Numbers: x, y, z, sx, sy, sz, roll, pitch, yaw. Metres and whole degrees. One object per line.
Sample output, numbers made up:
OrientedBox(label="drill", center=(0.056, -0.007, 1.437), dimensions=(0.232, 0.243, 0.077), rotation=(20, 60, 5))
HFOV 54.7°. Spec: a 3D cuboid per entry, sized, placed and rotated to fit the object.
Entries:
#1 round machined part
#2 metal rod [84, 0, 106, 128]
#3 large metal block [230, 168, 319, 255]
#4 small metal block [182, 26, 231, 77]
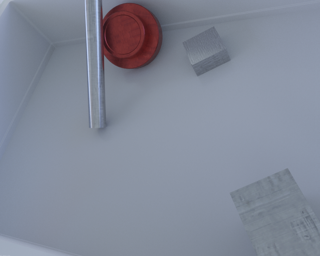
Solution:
OrientedBox(label="round machined part", center=(-0.049, -0.140, 0.472), dimensions=(0.098, 0.042, 0.097), rotation=(3, 100, 15))
OrientedBox(label="metal rod", center=(-0.095, -0.149, 0.444), dimensions=(0.025, 0.025, 0.298), rotation=(2, 95, 28))
OrientedBox(label="large metal block", center=(0.106, 0.092, 0.258), dimensions=(0.050, 0.080, 0.080), rotation=(-27, 53, 11))
OrientedBox(label="small metal block", center=(0.065, -0.108, 0.437), dimensions=(0.050, 0.025, 0.050), rotation=(-25, 53, 12))
